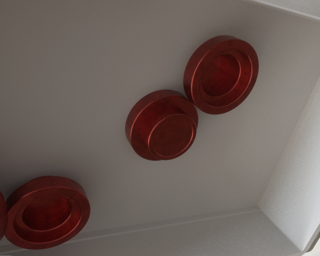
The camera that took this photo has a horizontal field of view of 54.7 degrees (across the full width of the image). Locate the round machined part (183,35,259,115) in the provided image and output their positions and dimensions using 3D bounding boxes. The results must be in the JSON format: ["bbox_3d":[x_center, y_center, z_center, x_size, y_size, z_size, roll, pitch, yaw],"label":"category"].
[{"bbox_3d":[0.072,-0.069,0.394,0.099,0.042,0.097,-14,124,-21],"label":"round machined part"}]

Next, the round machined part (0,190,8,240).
[{"bbox_3d":[-0.204,0.086,0.320,0.099,0.042,0.097,1,103,4],"label":"round machined part"}]

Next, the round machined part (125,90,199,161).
[{"bbox_3d":[0.008,0.003,0.404,0.099,0.042,0.097,-14,124,-21],"label":"round machined part"}]

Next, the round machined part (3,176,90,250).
[{"bbox_3d":[-0.140,0.098,0.382,0.099,0.042,0.097,-14,124,-21],"label":"round machined part"}]
